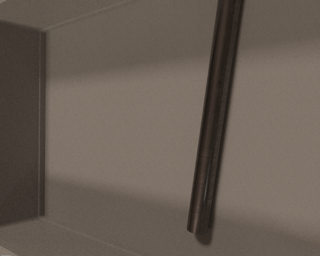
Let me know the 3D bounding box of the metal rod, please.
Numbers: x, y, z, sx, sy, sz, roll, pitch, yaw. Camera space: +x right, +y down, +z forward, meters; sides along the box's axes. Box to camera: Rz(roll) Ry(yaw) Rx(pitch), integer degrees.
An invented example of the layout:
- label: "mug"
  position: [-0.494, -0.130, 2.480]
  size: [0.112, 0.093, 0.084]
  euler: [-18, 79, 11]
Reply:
- label: "metal rod"
  position: [0.062, -0.026, 0.353]
  size: [0.025, 0.025, 0.298]
  euler: [12, 97, 39]
